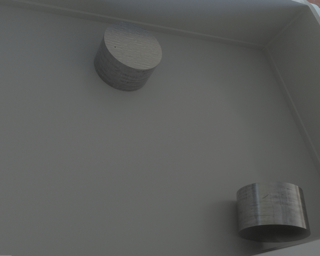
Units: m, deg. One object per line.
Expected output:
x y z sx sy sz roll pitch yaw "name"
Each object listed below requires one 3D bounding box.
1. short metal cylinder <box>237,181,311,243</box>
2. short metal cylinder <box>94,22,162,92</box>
0.136 0.105 0.379 0.081 0.080 0.050 18 55 -18 "short metal cylinder"
-0.044 -0.097 0.425 0.081 0.050 0.080 14 56 -21 "short metal cylinder"
